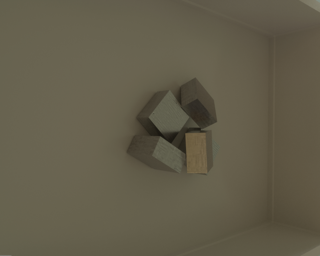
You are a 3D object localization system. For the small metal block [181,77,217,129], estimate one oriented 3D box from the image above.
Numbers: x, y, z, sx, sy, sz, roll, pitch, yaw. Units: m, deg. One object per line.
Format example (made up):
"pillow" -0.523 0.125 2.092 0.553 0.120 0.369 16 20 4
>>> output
"small metal block" 0.055 -0.035 0.438 0.050 0.025 0.050 45 30 -31

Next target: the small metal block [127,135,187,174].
"small metal block" -0.004 0.032 0.386 0.050 0.050 0.025 36 68 -35

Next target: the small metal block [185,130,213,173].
"small metal block" 0.052 0.029 0.403 0.050 0.025 0.050 -11 98 -72

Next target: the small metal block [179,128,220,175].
"small metal block" 0.056 0.034 0.454 0.050 0.025 0.050 43 64 -32

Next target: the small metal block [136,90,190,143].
"small metal block" 0.005 -0.014 0.410 0.050 0.025 0.050 51 60 -28
